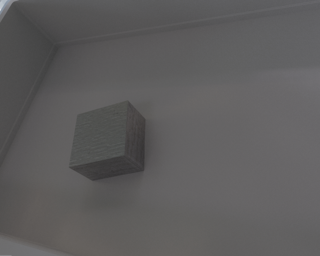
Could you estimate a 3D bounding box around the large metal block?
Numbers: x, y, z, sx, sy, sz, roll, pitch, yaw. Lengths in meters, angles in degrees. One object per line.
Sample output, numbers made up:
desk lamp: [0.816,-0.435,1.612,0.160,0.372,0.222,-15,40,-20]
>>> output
large metal block: [-0.068,0.018,0.415,0.080,0.050,0.080,-14,56,21]
